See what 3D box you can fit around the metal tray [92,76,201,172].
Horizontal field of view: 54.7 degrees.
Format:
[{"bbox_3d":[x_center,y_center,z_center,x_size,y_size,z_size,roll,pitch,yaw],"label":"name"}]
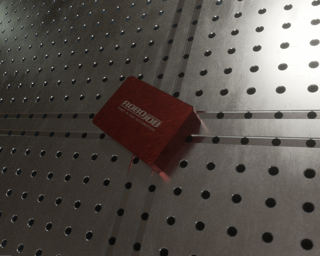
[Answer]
[{"bbox_3d":[-0.022,-0.010,0.422,0.130,0.030,0.090,32,79,37],"label":"metal tray"}]
